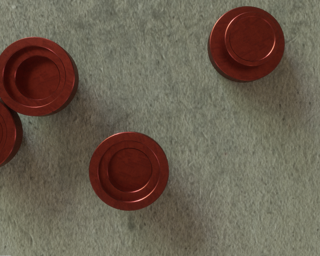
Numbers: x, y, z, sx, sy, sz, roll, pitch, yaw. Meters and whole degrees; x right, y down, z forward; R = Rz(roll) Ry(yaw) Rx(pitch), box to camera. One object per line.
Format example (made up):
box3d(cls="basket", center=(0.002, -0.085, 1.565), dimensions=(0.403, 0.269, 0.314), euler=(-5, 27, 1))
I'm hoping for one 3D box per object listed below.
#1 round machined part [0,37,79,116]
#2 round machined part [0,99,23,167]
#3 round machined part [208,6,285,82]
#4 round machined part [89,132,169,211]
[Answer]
box3d(cls="round machined part", center=(-0.154, -0.063, 0.399), dimensions=(0.099, 0.042, 0.097), euler=(0, 90, -1))
box3d(cls="round machined part", center=(-0.226, 0.006, 0.399), dimensions=(0.099, 0.042, 0.097), euler=(0, 90, -1))
box3d(cls="round machined part", center=(0.114, -0.111, 0.403), dimensions=(0.099, 0.042, 0.097), euler=(0, 90, -1))
box3d(cls="round machined part", center=(-0.038, 0.053, 0.401), dimensions=(0.099, 0.042, 0.097), euler=(0, 90, -1))
